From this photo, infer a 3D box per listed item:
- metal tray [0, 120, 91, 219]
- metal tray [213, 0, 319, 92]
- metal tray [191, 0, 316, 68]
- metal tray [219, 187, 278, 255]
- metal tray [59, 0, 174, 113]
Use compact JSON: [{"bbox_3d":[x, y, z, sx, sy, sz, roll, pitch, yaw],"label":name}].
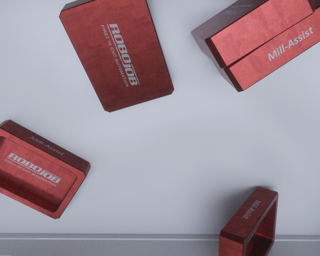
[{"bbox_3d":[-0.176,0.059,0.427,0.130,0.030,0.090,31,107,-11],"label":"metal tray"},{"bbox_3d":[0.126,-0.097,0.342,0.130,0.090,0.030,-34,107,11],"label":"metal tray"},{"bbox_3d":[0.083,-0.107,0.317,0.090,0.130,0.030,-31,107,10],"label":"metal tray"},{"bbox_3d":[0.121,0.147,0.413,0.030,0.131,0.089,11,112,35],"label":"metal tray"},{"bbox_3d":[-0.044,-0.088,0.358,0.090,0.030,0.129,-16,125,6],"label":"metal tray"}]
